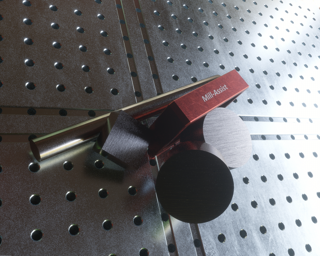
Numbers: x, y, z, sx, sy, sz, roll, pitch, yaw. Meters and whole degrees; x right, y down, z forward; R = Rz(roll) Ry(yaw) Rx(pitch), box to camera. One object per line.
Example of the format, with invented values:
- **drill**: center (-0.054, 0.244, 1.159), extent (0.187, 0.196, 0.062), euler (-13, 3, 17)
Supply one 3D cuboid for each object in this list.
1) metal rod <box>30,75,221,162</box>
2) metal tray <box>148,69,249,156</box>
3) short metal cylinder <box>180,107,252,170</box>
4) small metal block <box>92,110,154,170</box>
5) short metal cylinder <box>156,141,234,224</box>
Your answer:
- **metal rod**: center (-0.017, -0.025, 0.409), extent (0.302, 0.025, 0.025), euler (-24, 75, -36)
- **metal tray**: center (0.046, -0.021, 0.399), extent (0.131, 0.090, 0.030), euler (-30, 79, -38)
- **short metal cylinder**: center (0.074, 0.019, 0.409), extent (0.081, 0.050, 0.080), euler (13, 64, -28)
- **small metal block**: center (-0.041, 0.015, 0.356), extent (0.050, 0.025, 0.050), euler (36, 65, -29)
- **short metal cylinder**: center (0.038, 0.058, 0.345), extent (0.080, 0.080, 0.050), euler (40, 9, -1)
